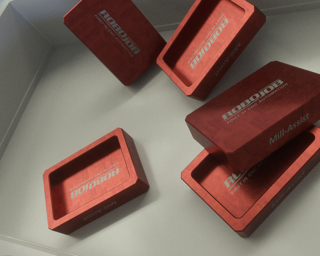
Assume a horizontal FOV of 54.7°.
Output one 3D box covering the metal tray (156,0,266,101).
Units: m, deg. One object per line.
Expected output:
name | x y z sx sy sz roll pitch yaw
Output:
metal tray | 0.060 -0.112 0.403 0.129 0.030 0.090 -53 51 21

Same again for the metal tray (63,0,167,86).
metal tray | -0.063 -0.138 0.455 0.090 0.130 0.030 -45 21 -2

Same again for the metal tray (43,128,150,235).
metal tray | -0.087 0.068 0.404 0.130 0.030 0.090 -30 52 8

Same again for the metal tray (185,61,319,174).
metal tray | 0.103 -0.017 0.327 0.131 0.030 0.090 -33 33 -8

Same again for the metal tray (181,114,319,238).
metal tray | 0.098 0.036 0.328 0.130 0.030 0.090 -45 51 -4
